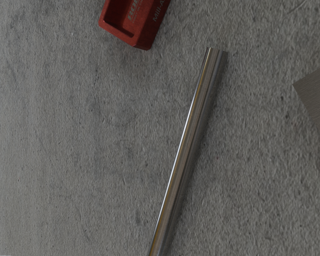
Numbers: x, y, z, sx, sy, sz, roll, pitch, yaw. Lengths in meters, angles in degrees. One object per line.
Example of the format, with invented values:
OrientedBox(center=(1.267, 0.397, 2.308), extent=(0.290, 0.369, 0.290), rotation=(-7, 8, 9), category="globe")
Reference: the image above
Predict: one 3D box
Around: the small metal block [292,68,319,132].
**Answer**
OrientedBox(center=(0.157, -0.030, 0.275), extent=(0.050, 0.025, 0.050), rotation=(-34, 69, 34), category="small metal block")

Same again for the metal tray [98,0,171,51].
OrientedBox(center=(-0.028, -0.184, 0.422), extent=(0.090, 0.030, 0.129), rotation=(38, 113, 33), category="metal tray")

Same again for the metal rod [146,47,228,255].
OrientedBox(center=(0.027, 0.053, 0.381), extent=(0.025, 0.025, 0.298), rotation=(24, 105, 37), category="metal rod")
